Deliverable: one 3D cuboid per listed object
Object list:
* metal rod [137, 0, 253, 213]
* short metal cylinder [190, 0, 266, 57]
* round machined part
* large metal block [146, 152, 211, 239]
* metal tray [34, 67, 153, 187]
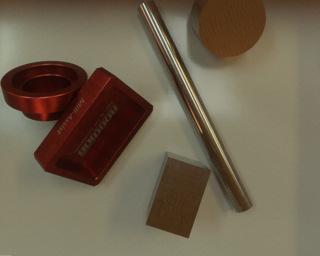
[{"bbox_3d":[0.047,-0.028,0.412,0.025,0.025,0.299,-26,90,0],"label":"metal rod"},{"bbox_3d":[0.082,-0.134,0.383,0.081,0.050,0.079,-3,120,-5],"label":"short metal cylinder"},{"bbox_3d":[-0.138,-0.044,0.383,0.099,0.098,0.042,4,125,-1],"label":"round machined part"},{"bbox_3d":[0.020,0.077,0.384,0.050,0.080,0.080,18,90,0],"label":"large metal block"},{"bbox_3d":[-0.076,0.003,0.378,0.030,0.090,0.130,36,90,38],"label":"metal tray"}]
